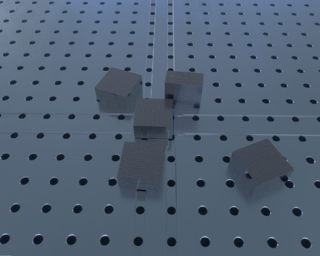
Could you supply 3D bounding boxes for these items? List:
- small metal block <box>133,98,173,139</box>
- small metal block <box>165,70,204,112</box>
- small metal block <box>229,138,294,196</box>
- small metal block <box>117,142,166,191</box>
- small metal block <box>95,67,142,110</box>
[{"bbox_3d":[-0.008,-0.013,0.419,0.050,0.025,0.050,1,50,1],"label":"small metal block"},{"bbox_3d":[0.033,-0.051,0.435,0.050,0.050,0.025,6,50,5],"label":"small metal block"},{"bbox_3d":[0.120,0.046,0.370,0.050,0.025,0.050,-19,53,-15],"label":"small metal block"},{"bbox_3d":[-0.021,0.045,0.370,0.050,0.025,0.050,4,50,3],"label":"small metal block"},{"bbox_3d":[-0.060,-0.059,0.458,0.050,0.025,0.050,17,52,14],"label":"small metal block"}]
